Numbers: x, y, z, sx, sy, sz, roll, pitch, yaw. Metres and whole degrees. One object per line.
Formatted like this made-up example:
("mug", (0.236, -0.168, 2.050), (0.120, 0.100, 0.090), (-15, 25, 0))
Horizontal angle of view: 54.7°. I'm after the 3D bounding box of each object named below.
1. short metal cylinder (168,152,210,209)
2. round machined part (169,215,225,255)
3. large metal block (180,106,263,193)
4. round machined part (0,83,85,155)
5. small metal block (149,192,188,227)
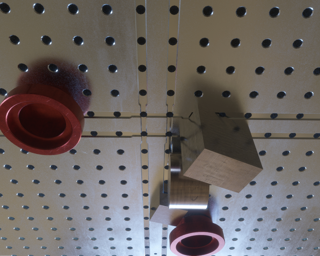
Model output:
("short metal cylinder", (0.038, 0.074, 0.439), (0.050, 0.080, 0.079), (1, 130, -1))
("round machined part", (0.066, 0.195, 0.565), (0.099, 0.042, 0.097), (-2, 132, -2))
("large metal block", (0.075, 0.027, 0.399), (0.080, 0.080, 0.050), (20, 127, -16))
("round machined part", (-0.144, -0.015, 0.386), (0.099, 0.042, 0.097), (0, 130, 0))
("small metal block", (0.014, 0.141, 0.531), (0.050, 0.025, 0.050), (16, 128, -13))
